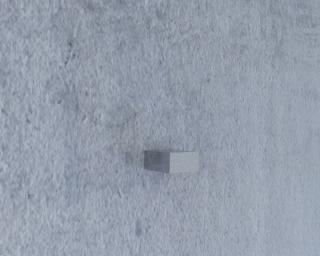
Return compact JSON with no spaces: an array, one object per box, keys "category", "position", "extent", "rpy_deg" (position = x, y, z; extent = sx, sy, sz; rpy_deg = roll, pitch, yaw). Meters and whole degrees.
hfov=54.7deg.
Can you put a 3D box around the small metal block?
[{"category":"small metal block","position":[0.015,0.042,0.403],"extent":[0.050,0.050,0.025],"rpy_deg":[2,89,-40]}]
